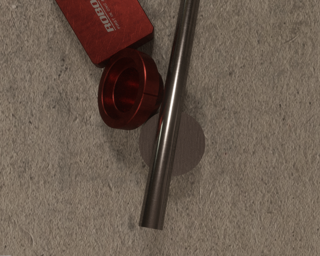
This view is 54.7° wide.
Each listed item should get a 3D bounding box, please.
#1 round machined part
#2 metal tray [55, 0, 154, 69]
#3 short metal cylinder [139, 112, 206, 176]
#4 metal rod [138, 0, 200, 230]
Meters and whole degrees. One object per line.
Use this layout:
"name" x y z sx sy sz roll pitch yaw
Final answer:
"round machined part" -0.033 -0.045 0.383 0.042 0.098 0.097 9 90 -42
"metal tray" -0.077 -0.156 0.406 0.090 0.030 0.130 -31 90 -1
"short metal cylinder" 0.015 0.018 0.398 0.081 0.050 0.079 0 90 -1
"metal rod" 0.016 -0.037 0.364 0.025 0.025 0.299 11 71 0
